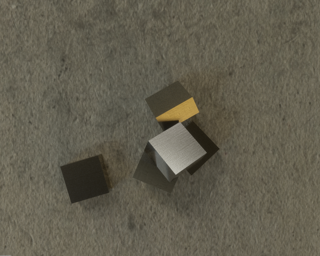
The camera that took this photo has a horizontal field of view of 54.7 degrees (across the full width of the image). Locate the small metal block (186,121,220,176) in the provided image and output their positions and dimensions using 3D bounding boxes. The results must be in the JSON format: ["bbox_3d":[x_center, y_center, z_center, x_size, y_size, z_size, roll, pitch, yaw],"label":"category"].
[{"bbox_3d":[0.041,0.026,0.411,0.050,0.025,0.050,-44,91,-1],"label":"small metal block"}]

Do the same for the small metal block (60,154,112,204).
[{"bbox_3d":[-0.096,0.066,0.409,0.050,0.025,0.050,-17,90,-1],"label":"small metal block"}]

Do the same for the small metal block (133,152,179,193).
[{"bbox_3d":[-0.003,0.053,0.395,0.050,0.050,0.025,23,103,0],"label":"small metal block"}]

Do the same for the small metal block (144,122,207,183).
[{"bbox_3d":[0.018,0.028,0.370,0.050,0.025,0.050,-31,72,-29],"label":"small metal block"}]

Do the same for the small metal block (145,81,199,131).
[{"bbox_3d":[0.014,-0.029,0.395,0.050,0.050,0.025,-30,127,-1],"label":"small metal block"}]
